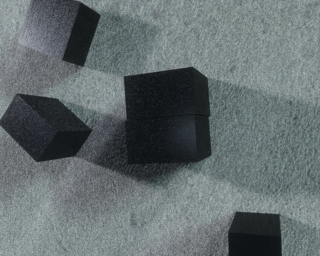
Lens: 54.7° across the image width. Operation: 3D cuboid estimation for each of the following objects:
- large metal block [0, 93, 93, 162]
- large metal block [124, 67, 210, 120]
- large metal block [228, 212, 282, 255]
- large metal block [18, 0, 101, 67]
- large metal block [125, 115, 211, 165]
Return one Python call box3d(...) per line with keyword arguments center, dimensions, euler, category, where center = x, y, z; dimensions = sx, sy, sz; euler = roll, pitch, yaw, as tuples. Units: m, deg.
box3d(center=(-0.157, -0.001, 0.433), dimensions=(0.080, 0.080, 0.050), euler=(40, 103, 15), category="large metal block")
box3d(center=(0.012, -0.037, 0.375), dimensions=(0.080, 0.080, 0.050), euler=(-4, 89, 19), category="large metal block")
box3d(center=(0.107, 0.144, 0.342), dimensions=(0.050, 0.080, 0.079), euler=(-2, 90, 20), category="large metal block")
box3d(center=(-0.144, -0.142, 0.445), dimensions=(0.080, 0.050, 0.080), euler=(23, 97, 18), category="large metal block")
box3d(center=(0.013, 0.013, 0.374), dimensions=(0.080, 0.080, 0.050), euler=(-4, 89, 19), category="large metal block")
